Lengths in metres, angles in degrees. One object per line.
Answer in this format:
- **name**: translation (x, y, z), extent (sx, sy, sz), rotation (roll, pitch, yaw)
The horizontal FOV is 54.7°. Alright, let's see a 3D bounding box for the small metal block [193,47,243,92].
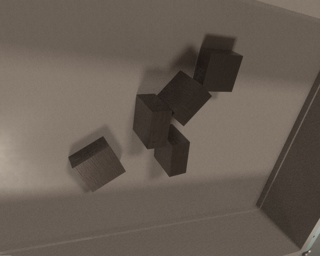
- **small metal block**: translation (0.074, -0.075, 0.405), extent (0.050, 0.025, 0.050), rotation (-2, 120, -28)

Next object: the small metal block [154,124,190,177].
- **small metal block**: translation (0.015, 0.030, 0.421), extent (0.025, 0.050, 0.050), rotation (-10, 123, -23)

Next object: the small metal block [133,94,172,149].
- **small metal block**: translation (-0.011, -0.009, 0.382), extent (0.025, 0.050, 0.050), rotation (-6, 121, -26)

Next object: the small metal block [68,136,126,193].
- **small metal block**: translation (-0.079, 0.047, 0.395), extent (0.050, 0.025, 0.050), rotation (-32, 129, -8)

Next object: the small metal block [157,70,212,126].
- **small metal block**: translation (0.027, -0.038, 0.385), extent (0.050, 0.050, 0.025), rotation (-47, 130, 4)
